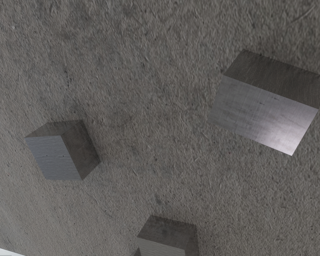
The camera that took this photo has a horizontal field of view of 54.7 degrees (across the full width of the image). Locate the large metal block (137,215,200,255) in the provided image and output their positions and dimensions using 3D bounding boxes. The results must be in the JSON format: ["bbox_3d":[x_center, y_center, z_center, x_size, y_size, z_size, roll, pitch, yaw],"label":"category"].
[{"bbox_3d":[0.016,0.196,0.504,0.080,0.050,0.079,5,121,25],"label":"large metal block"}]

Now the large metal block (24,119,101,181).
[{"bbox_3d":[-0.154,0.036,0.494,0.080,0.050,0.080,-4,117,30],"label":"large metal block"}]

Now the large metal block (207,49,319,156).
[{"bbox_3d":[0.102,-0.029,0.299,0.080,0.080,0.050,23,127,14],"label":"large metal block"}]

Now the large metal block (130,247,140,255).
[{"bbox_3d":[-0.032,0.277,0.560,0.080,0.080,0.050,36,129,4],"label":"large metal block"}]
